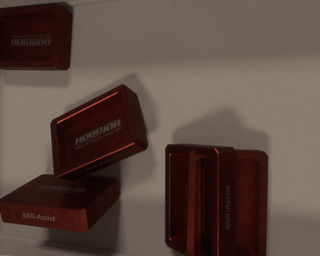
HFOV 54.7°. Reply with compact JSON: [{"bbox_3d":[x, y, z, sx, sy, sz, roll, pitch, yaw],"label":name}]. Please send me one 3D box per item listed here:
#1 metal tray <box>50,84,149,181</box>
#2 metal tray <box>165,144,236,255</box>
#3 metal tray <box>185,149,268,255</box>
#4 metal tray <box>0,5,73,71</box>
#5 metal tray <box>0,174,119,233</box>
[{"bbox_3d":[-0.086,0.008,0.420,0.130,0.030,0.090,-24,61,18],"label":"metal tray"},{"bbox_3d":[0.045,0.085,0.367,0.090,0.030,0.129,0,90,52],"label":"metal tray"},{"bbox_3d":[0.076,0.090,0.365,0.091,0.030,0.129,1,90,1],"label":"metal tray"},{"bbox_3d":[-0.201,-0.136,0.476,0.130,0.030,0.089,4,91,19],"label":"metal tray"},{"bbox_3d":[-0.134,0.097,0.419,0.130,0.090,0.030,0,105,19],"label":"metal tray"}]
